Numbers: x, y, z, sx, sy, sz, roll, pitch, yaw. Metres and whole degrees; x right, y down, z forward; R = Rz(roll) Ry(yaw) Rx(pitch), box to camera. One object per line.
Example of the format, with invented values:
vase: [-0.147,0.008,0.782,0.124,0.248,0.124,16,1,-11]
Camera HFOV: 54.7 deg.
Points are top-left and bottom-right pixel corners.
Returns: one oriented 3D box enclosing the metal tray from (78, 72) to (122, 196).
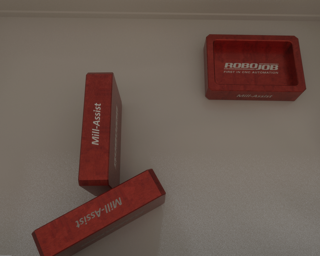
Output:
metal tray: [-0.067,0.010,0.370,0.030,0.090,0.130,-1,70,0]

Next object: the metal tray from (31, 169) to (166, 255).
metal tray: [-0.058,0.096,0.339,0.131,0.090,0.030,-27,73,-10]

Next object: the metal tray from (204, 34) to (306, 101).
metal tray: [0.130,-0.086,0.438,0.131,0.030,0.090,1,70,0]
